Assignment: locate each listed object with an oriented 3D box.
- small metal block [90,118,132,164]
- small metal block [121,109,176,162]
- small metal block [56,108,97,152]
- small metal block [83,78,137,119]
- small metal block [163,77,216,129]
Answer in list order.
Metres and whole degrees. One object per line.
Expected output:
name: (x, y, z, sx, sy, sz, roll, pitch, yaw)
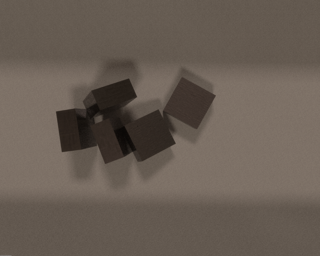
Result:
small metal block: (-0.061, 0.015, 0.397, 0.025, 0.050, 0.050, -21, 90, 7)
small metal block: (-0.016, 0.010, 0.404, 0.050, 0.025, 0.050, -27, 91, -20)
small metal block: (-0.105, 0.002, 0.396, 0.025, 0.050, 0.050, -8, 90, 10)
small metal block: (-0.064, -0.036, 0.390, 0.050, 0.050, 0.025, -24, 90, -27)
small metal block: (0.038, -0.032, 0.412, 0.050, 0.025, 0.050, 29, 90, -1)
